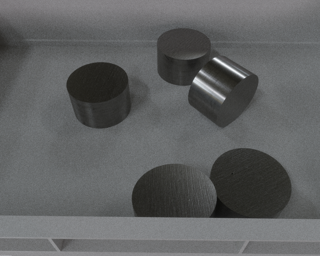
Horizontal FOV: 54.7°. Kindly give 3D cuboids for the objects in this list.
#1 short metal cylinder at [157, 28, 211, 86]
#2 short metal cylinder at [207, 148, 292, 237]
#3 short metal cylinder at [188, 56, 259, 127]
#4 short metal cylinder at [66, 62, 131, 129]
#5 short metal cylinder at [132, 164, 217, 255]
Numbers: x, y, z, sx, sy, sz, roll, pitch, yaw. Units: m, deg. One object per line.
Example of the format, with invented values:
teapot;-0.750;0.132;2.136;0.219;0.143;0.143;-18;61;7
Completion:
short metal cylinder;0.036;-0.111;0.482;0.080;0.050;0.080;0;50;0
short metal cylinder;0.091;0.068;0.332;0.081;0.050;0.080;0;50;0
short metal cylinder;0.084;-0.048;0.410;0.080;0.080;0.050;-34;58;-25
short metal cylinder;-0.082;-0.046;0.427;0.080;0.050;0.080;0;50;0
short metal cylinder;0.015;0.082;0.311;0.080;0.050;0.080;-2;40;2
